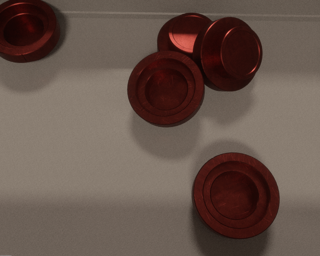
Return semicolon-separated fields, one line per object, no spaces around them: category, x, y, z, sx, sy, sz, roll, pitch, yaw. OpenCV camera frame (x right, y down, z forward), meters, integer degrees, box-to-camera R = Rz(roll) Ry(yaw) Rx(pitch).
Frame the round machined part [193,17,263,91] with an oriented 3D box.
round machined part;0.096;-0.097;0.411;0.099;0.042;0.097;-4;98;-26

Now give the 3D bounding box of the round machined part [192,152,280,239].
round machined part;0.087;0.082;0.372;0.099;0.042;0.098;0;70;-1

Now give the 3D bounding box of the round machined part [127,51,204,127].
round machined part;0.010;-0.048;0.410;0.098;0.042;0.097;-2;80;10

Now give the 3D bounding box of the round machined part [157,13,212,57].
round machined part;0.045;-0.126;0.447;0.099;0.042;0.098;0;70;-1

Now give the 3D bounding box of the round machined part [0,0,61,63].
round machined part;-0.193;-0.136;0.448;0.099;0.042;0.098;0;70;-1
